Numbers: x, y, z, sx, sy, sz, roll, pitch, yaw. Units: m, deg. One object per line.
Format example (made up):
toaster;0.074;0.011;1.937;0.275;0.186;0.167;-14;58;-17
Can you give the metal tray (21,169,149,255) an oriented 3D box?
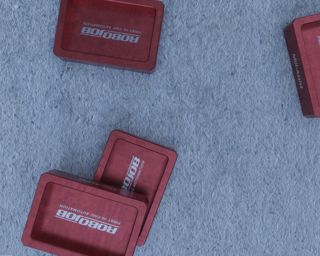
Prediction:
metal tray;-0.088;0.112;0.376;0.131;0.030;0.090;17;90;0

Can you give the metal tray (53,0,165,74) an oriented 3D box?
metal tray;-0.065;-0.126;0.406;0.131;0.030;0.089;9;90;0

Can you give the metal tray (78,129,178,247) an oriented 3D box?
metal tray;-0.041;0.076;0.406;0.090;0.030;0.129;21;90;0

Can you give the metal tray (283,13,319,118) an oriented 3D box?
metal tray;0.226;-0.085;0.408;0.091;0.030;0.129;-13;90;0
